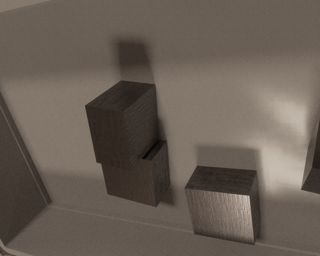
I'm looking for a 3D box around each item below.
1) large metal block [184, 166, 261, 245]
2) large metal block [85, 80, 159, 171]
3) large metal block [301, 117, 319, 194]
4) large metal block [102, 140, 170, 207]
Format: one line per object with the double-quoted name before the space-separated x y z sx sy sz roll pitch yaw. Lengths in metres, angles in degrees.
"large metal block" 0.085 0.100 0.409 0.080 0.050 0.079 1 119 27
"large metal block" -0.043 -0.006 0.390 0.050 0.080 0.079 10 123 23
"large metal block" 0.185 0.035 0.293 0.080 0.050 0.080 11 159 22
"large metal block" -0.034 0.058 0.445 0.080 0.050 0.079 9 122 23
